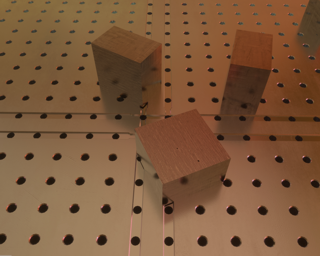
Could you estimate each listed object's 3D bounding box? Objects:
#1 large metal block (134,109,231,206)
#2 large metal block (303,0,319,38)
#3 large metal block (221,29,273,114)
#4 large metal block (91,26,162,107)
[{"bbox_3d":[0.023,0.032,0.364,0.081,0.050,0.080,-18,53,-15],"label":"large metal block"},{"bbox_3d":[0.328,-0.209,0.571,0.081,0.050,0.080,-6,50,-6],"label":"large metal block"},{"bbox_3d":[0.123,-0.080,0.441,0.050,0.080,0.080,11,51,9],"label":"large metal block"},{"bbox_3d":[-0.045,-0.088,0.446,0.080,0.080,0.050,26,55,20],"label":"large metal block"}]
